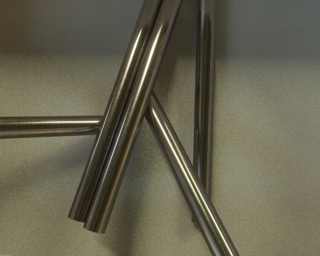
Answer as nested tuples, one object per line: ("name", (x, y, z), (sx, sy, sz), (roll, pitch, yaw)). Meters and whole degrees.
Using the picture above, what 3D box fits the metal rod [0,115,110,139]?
("metal rod", (-0.183, 0.000, 0.343), (0.303, 0.025, 0.025), (-2, 90, -27))

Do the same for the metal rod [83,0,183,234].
("metal rod", (-0.028, -0.026, 0.372), (0.025, 0.025, 0.299), (18, 79, -1))

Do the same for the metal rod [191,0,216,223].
("metal rod", (0.059, -0.025, 0.412), (0.025, 0.025, 0.298), (2, 90, -1))

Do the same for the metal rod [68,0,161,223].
("metal rod", (-0.050, -0.035, 0.384), (0.025, 0.025, 0.299), (18, 80, -1))

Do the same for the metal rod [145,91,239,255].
("metal rod", (0.032, 0.060, 0.353), (0.025, 0.025, 0.299), (-26, 66, 0))
